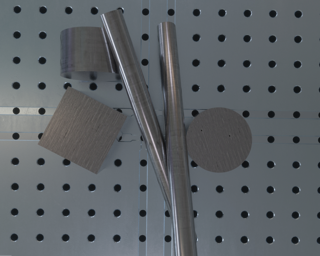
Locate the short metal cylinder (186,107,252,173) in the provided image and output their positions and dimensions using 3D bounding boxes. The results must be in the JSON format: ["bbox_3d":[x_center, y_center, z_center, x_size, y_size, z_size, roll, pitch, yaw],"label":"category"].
[{"bbox_3d":[0.072,0.015,0.401,0.081,0.050,0.079,0,90,0],"label":"short metal cylinder"}]

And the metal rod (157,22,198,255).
[{"bbox_3d":[0.019,0.008,0.374,0.025,0.025,0.299,-4,74,0],"label":"metal rod"}]

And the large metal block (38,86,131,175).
[{"bbox_3d":[-0.094,0.003,0.400,0.080,0.050,0.080,27,90,0],"label":"large metal block"}]

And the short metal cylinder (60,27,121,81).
[{"bbox_3d":[-0.082,-0.089,0.385,0.081,0.080,0.050,0,90,0],"label":"short metal cylinder"}]

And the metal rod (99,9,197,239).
[{"bbox_3d":[-0.008,0.011,0.377,0.025,0.025,0.298,-19,105,0],"label":"metal rod"}]
